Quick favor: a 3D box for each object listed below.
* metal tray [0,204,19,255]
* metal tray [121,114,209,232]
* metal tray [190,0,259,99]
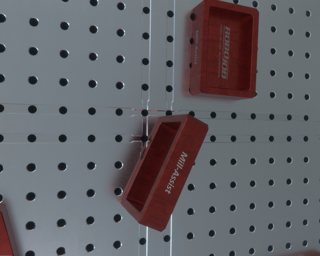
[{"bbox_3d":[-0.225,0.144,0.327,0.131,0.030,0.090,-14,95,-20],"label":"metal tray"},{"bbox_3d":[0.003,0.048,0.378,0.030,0.090,0.130,28,81,-18],"label":"metal tray"},{"bbox_3d":[0.093,-0.109,0.443,0.091,0.030,0.129,3,89,-20],"label":"metal tray"}]
